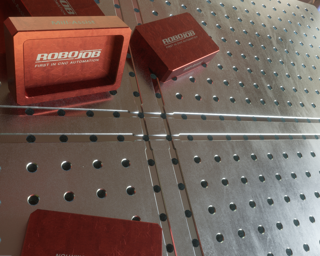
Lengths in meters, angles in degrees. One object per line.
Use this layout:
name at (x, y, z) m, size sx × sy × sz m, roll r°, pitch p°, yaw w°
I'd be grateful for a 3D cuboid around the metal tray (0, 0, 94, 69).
metal tray at (-0.147, -0.121, 0.400) m, size 0.131 × 0.030 × 0.090 m, roll -6°, pitch 65°, yaw -31°

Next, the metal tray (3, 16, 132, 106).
metal tray at (-0.103, -0.079, 0.357) m, size 0.131 × 0.089 × 0.030 m, roll -15°, pitch 50°, yaw -34°

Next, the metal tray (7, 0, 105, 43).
metal tray at (-0.136, -0.160, 0.391) m, size 0.091 × 0.030 × 0.130 m, roll -28°, pitch 77°, yaw -38°

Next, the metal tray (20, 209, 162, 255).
metal tray at (-0.063, 0.132, 0.291) m, size 0.131 × 0.030 × 0.090 m, roll 14°, pitch 56°, yaw -21°

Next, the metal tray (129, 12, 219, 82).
metal tray at (0.026, -0.135, 0.503) m, size 0.131 × 0.030 × 0.090 m, roll -31°, pitch 79°, yaw -38°
